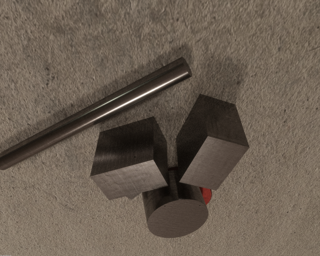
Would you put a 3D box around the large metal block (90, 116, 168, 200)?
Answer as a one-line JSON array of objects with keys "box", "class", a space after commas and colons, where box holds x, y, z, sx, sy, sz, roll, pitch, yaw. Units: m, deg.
[{"box": [-0.036, 0.038, 0.403, 0.080, 0.080, 0.050, -16, 128, 13], "class": "large metal block"}]

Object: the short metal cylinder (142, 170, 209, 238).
[{"box": [0.019, 0.103, 0.418, 0.081, 0.050, 0.079, -7, 128, -8], "class": "short metal cylinder"}]

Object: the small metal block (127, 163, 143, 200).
[{"box": [-0.033, 0.067, 0.447, 0.025, 0.050, 0.050, 34, 122, -26], "class": "small metal block"}]

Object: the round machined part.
[{"box": [0.033, 0.109, 0.490, 0.099, 0.042, 0.097, -1, 130, 0], "class": "round machined part"}]

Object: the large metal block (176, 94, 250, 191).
[{"box": [0.060, 0.018, 0.387, 0.050, 0.080, 0.079, 15, 128, -13], "class": "large metal block"}]

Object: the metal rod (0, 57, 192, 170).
[{"box": [-0.099, -0.010, 0.397, 0.300, 0.025, 0.025, -25, 126, 19], "class": "metal rod"}]
